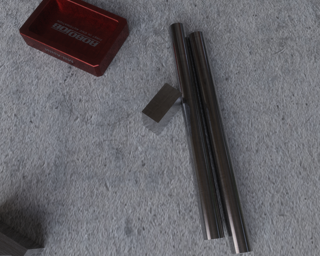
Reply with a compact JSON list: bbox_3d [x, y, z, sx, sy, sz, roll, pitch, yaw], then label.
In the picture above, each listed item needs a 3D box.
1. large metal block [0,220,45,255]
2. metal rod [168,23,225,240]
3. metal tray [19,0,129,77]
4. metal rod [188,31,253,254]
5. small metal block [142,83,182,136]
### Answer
[{"bbox_3d":[-0.192,0.149,0.338,0.080,0.050,0.080,28,72,9],"label":"large metal block"},{"bbox_3d":[0.044,-0.010,0.412,0.025,0.025,0.299,-7,70,-3],"label":"metal rod"},{"bbox_3d":[-0.123,-0.141,0.455,0.130,0.030,0.090,25,72,8],"label":"metal tray"},{"bbox_3d":[0.074,0.004,0.407,0.025,0.025,0.299,-7,70,-3],"label":"metal rod"},{"bbox_3d":[0.003,-0.023,0.403,0.025,0.050,0.050,35,74,11],"label":"small metal block"}]
